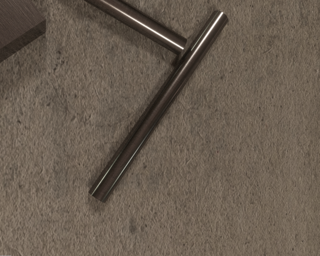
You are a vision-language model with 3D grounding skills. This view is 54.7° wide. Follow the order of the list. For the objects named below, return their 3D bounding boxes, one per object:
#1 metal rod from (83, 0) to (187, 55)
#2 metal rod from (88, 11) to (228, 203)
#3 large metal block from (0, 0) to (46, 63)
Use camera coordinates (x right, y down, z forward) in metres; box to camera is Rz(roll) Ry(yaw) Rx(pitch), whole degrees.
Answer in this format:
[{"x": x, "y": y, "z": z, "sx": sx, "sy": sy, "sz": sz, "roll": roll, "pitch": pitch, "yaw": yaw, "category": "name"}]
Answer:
[{"x": -0.099, "y": -0.172, "z": 0.372, "sx": 0.302, "sy": 0.025, "sz": 0.025, "roll": 26, "pitch": 81, "yaw": -19, "category": "metal rod"}, {"x": 0.004, "y": -0.036, "z": 0.411, "sx": 0.025, "sy": 0.025, "sz": 0.300, "roll": 38, "pitch": 78, "yaw": -17, "category": "metal rod"}, {"x": -0.182, "y": -0.120, "z": 0.328, "sx": 0.080, "sy": 0.050, "sz": 0.080, "roll": -42, "pitch": 104, "yaw": -15, "category": "large metal block"}]
